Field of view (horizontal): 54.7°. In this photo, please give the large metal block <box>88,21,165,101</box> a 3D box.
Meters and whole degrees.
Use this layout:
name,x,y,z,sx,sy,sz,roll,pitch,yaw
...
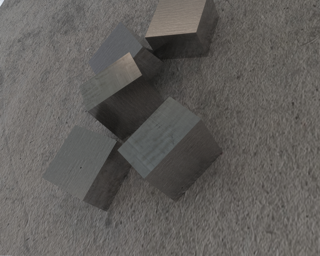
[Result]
name,x,y,z,sx,sy,sz,roll,pitch,yaw
large metal block,-0.052,-0.097,0.463,0.080,0.050,0.080,-47,50,15

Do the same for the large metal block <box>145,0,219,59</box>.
name,x,y,z,sx,sy,sz,roll,pitch,yaw
large metal block,0.035,-0.152,0.463,0.080,0.050,0.080,4,63,29

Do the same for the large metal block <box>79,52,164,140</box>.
name,x,y,z,sx,sy,sz,roll,pitch,yaw
large metal block,-0.047,-0.040,0.418,0.080,0.080,0.050,-33,52,7

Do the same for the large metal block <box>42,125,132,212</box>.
name,x,y,z,sx,sy,sz,roll,pitch,yaw
large metal block,-0.091,0.051,0.404,0.080,0.050,0.080,17,71,34

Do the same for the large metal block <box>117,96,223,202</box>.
name,x,y,z,sx,sy,sz,roll,pitch,yaw
large metal block,0.014,0.026,0.345,0.080,0.080,0.050,-46,51,-4
